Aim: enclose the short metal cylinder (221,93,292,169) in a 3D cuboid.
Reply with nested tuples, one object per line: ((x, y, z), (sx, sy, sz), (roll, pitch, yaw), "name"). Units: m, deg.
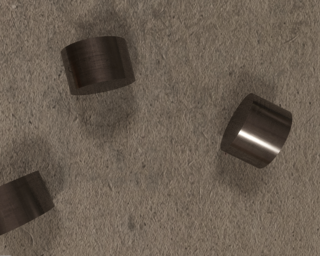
((0.117, 0.003, 0.384), (0.050, 0.080, 0.080), (27, 90, -1), "short metal cylinder")

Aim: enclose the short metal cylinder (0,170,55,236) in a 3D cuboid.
((-0.179, 0.092, 0.380), (0.080, 0.080, 0.050), (-24, 90, 0), "short metal cylinder")

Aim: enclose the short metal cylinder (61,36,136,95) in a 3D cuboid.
((-0.075, -0.074, 0.381), (0.080, 0.080, 0.050), (-14, 90, 0), "short metal cylinder")
